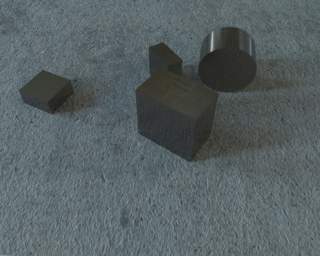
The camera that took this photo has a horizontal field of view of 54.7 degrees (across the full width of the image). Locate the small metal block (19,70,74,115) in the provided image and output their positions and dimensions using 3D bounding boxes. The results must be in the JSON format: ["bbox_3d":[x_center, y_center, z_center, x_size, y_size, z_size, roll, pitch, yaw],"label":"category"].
[{"bbox_3d":[-0.162,-0.052,0.445,0.050,0.025,0.050,21,53,16],"label":"small metal block"}]

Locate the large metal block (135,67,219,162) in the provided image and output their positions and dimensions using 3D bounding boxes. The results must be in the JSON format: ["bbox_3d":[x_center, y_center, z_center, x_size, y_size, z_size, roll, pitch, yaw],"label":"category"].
[{"bbox_3d":[0.019,-0.016,0.381,0.080,0.080,0.050,28,56,21],"label":"large metal block"}]

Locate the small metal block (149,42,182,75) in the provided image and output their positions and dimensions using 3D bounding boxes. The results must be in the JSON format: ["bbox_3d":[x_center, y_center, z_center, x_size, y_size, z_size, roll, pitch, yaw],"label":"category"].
[{"bbox_3d":[0.007,-0.091,0.464,0.025,0.050,0.050,-26,55,-20],"label":"small metal block"}]

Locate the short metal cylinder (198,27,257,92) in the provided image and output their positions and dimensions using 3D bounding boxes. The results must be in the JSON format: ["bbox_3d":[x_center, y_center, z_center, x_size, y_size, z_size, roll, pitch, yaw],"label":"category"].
[{"bbox_3d":[0.098,-0.099,0.452,0.080,0.080,0.050,7,51,5],"label":"short metal cylinder"}]
